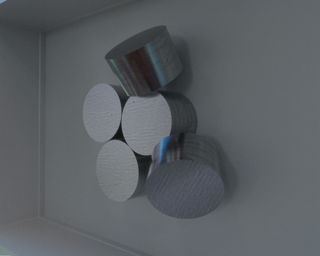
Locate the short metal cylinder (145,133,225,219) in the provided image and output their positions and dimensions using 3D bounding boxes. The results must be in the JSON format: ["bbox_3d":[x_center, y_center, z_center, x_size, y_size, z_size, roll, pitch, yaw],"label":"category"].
[{"bbox_3d":[0.027,0.052,0.338,0.080,0.050,0.079,2,121,4],"label":"short metal cylinder"}]

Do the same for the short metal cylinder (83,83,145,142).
[{"bbox_3d":[-0.064,-0.021,0.438,0.080,0.050,0.079,0,90,39],"label":"short metal cylinder"}]

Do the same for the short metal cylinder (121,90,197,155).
[{"bbox_3d":[-0.002,-0.007,0.388,0.080,0.050,0.079,0,90,39],"label":"short metal cylinder"}]

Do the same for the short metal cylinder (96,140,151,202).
[{"bbox_3d":[-0.041,0.055,0.419,0.080,0.050,0.079,0,90,39],"label":"short metal cylinder"}]

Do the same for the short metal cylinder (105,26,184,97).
[{"bbox_3d":[-0.018,-0.081,0.373,0.080,0.080,0.050,-4,126,39],"label":"short metal cylinder"}]
